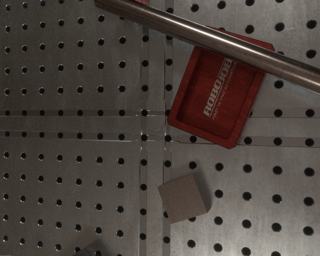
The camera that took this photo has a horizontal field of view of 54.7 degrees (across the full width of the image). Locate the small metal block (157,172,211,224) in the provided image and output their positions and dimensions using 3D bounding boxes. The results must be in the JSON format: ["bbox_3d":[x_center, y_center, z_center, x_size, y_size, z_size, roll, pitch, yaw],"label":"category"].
[{"bbox_3d":[0.031,0.090,0.401,0.050,0.025,0.050,-23,83,18],"label":"small metal block"}]

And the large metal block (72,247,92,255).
[{"bbox_3d":[-0.121,0.234,0.440,0.080,0.050,0.080,-46,76,14],"label":"large metal block"}]

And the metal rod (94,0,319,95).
[{"bbox_3d":[0.049,-0.106,0.362,0.301,0.025,0.025,27,99,18],"label":"metal rod"}]

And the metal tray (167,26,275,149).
[{"bbox_3d":[0.074,-0.049,0.383,0.090,0.030,0.129,23,97,18],"label":"metal tray"}]
